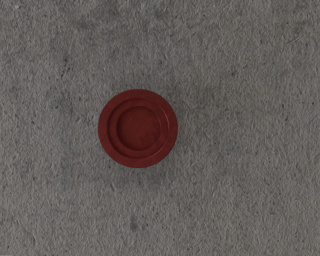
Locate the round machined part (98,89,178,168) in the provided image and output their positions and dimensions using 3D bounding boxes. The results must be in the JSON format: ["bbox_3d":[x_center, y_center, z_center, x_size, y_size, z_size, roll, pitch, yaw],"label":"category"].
[{"bbox_3d":[-0.027,0.000,0.401,0.099,0.042,0.097,0,90,0],"label":"round machined part"}]
